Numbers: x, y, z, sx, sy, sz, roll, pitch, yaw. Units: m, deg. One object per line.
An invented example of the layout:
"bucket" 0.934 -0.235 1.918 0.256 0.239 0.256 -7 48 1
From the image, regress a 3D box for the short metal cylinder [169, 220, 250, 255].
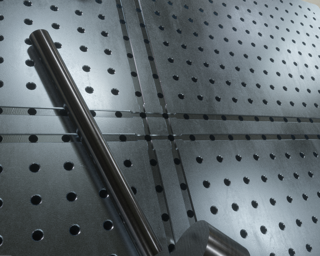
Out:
"short metal cylinder" 0.045 0.141 0.311 0.050 0.080 0.080 35 51 -5

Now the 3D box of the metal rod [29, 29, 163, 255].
"metal rod" -0.081 0.008 0.359 0.025 0.025 0.299 -20 72 -36
